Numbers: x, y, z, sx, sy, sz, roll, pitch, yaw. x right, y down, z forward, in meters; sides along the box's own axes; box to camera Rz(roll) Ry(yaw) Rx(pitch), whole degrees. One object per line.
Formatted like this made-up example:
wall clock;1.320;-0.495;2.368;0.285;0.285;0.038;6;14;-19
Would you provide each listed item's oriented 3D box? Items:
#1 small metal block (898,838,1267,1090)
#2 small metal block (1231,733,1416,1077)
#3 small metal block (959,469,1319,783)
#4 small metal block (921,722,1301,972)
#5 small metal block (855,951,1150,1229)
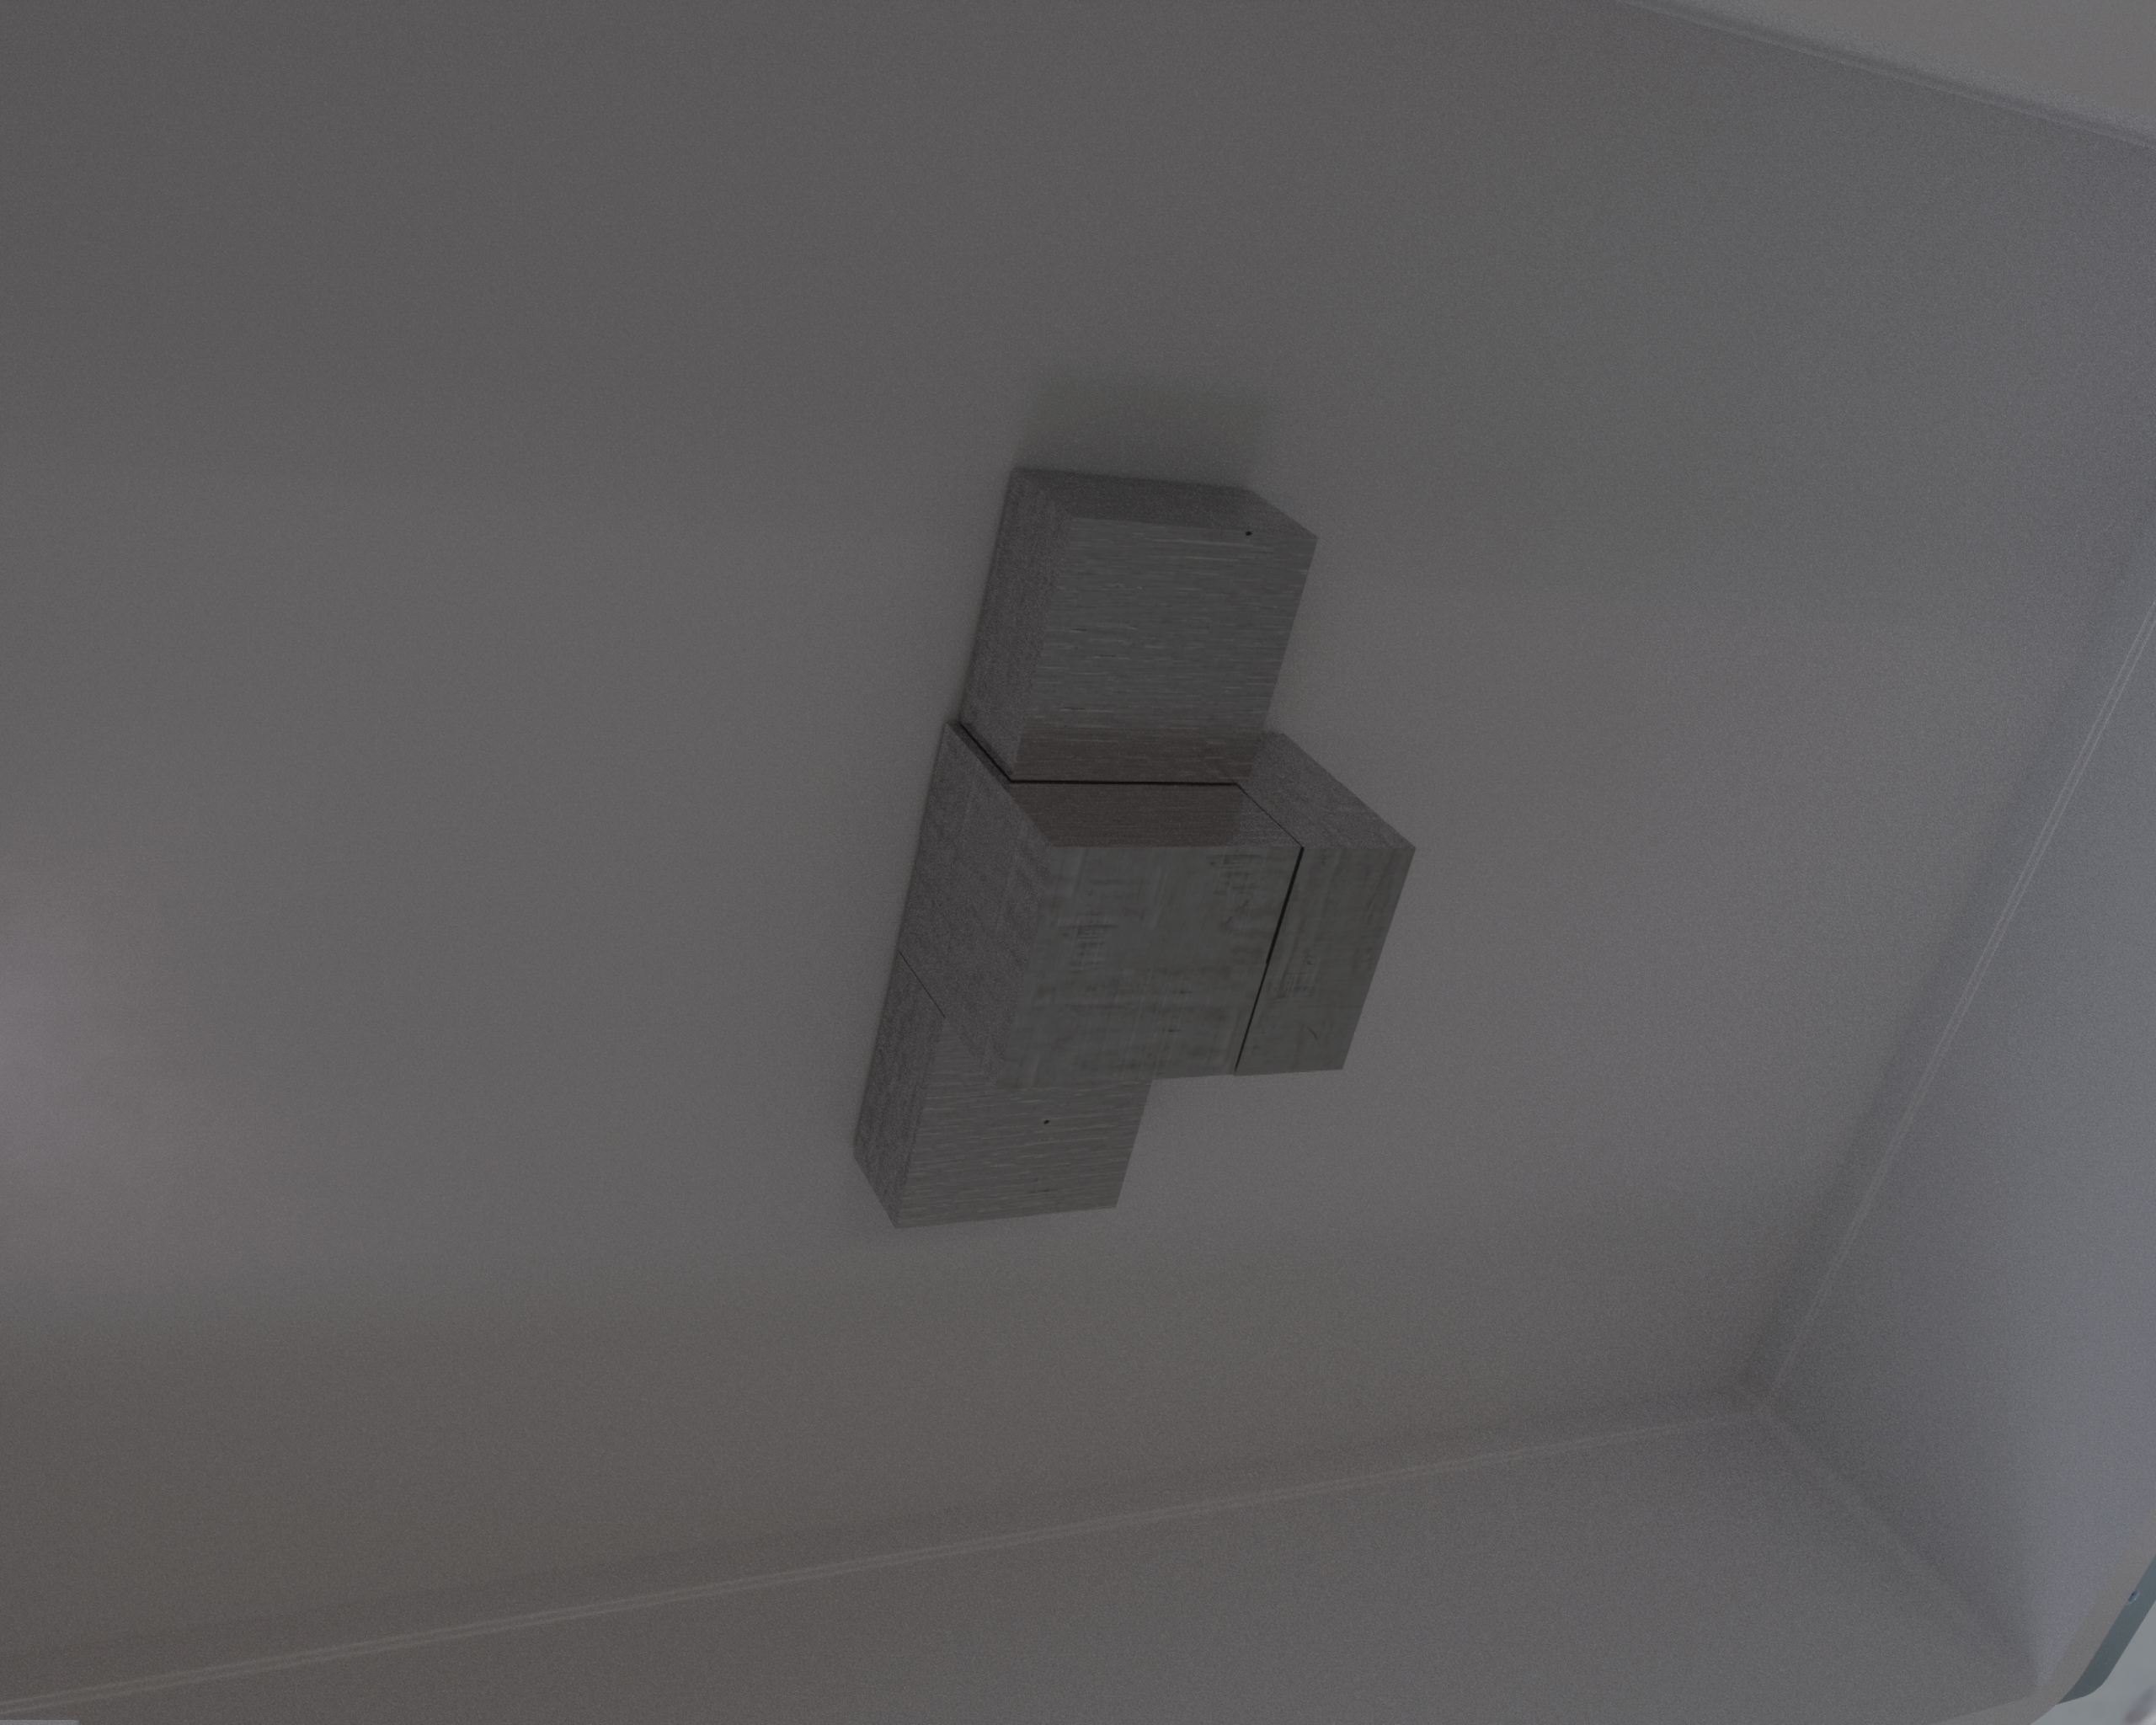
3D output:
small metal block;0.000;0.018;0.401;0.050;0.050;0.025;0;119;-28
small metal block;0.036;0.007;0.414;0.025;0.050;0.050;0;119;-28
small metal block;0.011;-0.043;0.385;0.050;0.025;0.050;0;119;-28
small metal block;0.005;-0.004;0.390;0.050;0.050;0.025;0;119;-28
small metal block;-0.014;0.045;0.426;0.050;0.025;0.050;0;119;-28
